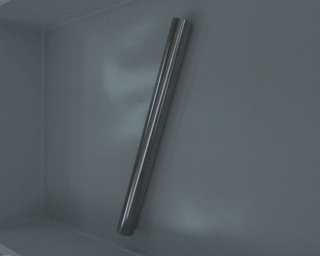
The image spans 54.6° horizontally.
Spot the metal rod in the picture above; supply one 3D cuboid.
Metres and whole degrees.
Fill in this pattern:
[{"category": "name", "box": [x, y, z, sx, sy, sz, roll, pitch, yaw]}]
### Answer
[{"category": "metal rod", "box": [-0.011, 0.008, 0.414, 0.025, 0.025, 0.298, 25, 106, 37]}]
